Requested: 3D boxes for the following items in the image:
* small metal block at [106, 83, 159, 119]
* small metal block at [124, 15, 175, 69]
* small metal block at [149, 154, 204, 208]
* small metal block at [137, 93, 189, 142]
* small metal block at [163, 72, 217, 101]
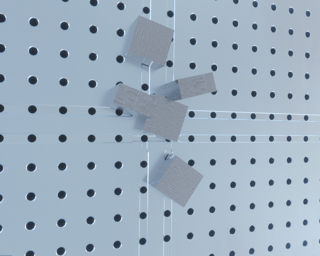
[{"bbox_3d":[-0.036,-0.032,0.386,0.050,0.050,0.025,21,83,-19],"label":"small metal block"},{"bbox_3d":[-0.014,-0.111,0.407,0.050,0.025,0.050,17,84,-19],"label":"small metal block"},{"bbox_3d":[0.022,0.071,0.421,0.050,0.025,0.050,38,78,-16],"label":"small metal block"},{"bbox_3d":[0.004,-0.013,0.414,0.050,0.025,0.050,20,83,-19],"label":"small metal block"},{"bbox_3d":[0.039,-0.054,0.413,0.050,0.050,0.025,-15,95,-19],"label":"small metal block"}]
